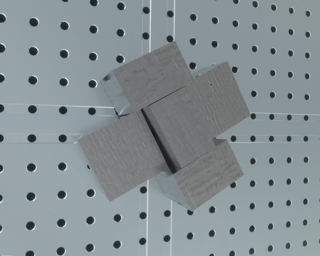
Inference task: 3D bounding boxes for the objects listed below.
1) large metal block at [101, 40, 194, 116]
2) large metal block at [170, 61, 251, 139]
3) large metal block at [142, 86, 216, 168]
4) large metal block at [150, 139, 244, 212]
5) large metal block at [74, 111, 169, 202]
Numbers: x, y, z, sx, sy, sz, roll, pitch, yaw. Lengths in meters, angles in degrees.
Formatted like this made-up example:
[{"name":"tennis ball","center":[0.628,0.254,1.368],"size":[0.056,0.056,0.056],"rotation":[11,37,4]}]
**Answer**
[{"name":"large metal block","center":[-0.019,-0.057,0.376],"size":[0.080,0.080,0.050],"rotation":[-30,100,-17]},{"name":"large metal block","center":[0.063,-0.034,0.421],"size":[0.080,0.050,0.080],"rotation":[-30,102,-17]},{"name":"large metal block","center":[0.013,-0.001,0.388],"size":[0.050,0.080,0.080],"rotation":[-30,100,-17]},{"name":"large metal block","center":[0.044,0.055,0.399],"size":[0.080,0.080,0.050],"rotation":[-30,100,-18]},{"name":"large metal block","center":[-0.049,0.031,0.382],"size":[0.080,0.050,0.080],"rotation":[-28,99,-18]}]
